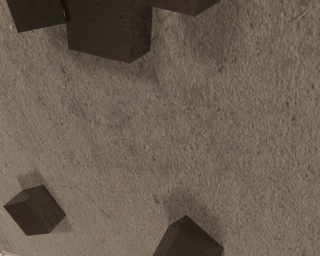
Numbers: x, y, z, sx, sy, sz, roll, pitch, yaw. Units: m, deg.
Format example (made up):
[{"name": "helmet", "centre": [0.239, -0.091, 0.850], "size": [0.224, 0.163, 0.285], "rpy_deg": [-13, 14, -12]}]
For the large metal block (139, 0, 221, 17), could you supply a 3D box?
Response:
[{"name": "large metal block", "centre": [0.026, -0.149, 0.264], "size": [0.050, 0.080, 0.079], "rpy_deg": [20, 126, 16]}]

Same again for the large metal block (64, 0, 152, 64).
[{"name": "large metal block", "centre": [-0.056, -0.125, 0.341], "size": [0.080, 0.050, 0.079], "rpy_deg": [17, 125, 18]}]

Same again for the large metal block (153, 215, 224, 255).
[{"name": "large metal block", "centre": [0.041, 0.195, 0.469], "size": [0.080, 0.080, 0.050], "rpy_deg": [42, 129, -1]}]

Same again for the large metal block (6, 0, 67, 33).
[{"name": "large metal block", "centre": [-0.145, -0.155, 0.342], "size": [0.080, 0.050, 0.079], "rpy_deg": [-135, 31, -58]}]

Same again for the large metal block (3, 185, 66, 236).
[{"name": "large metal block", "centre": [-0.251, 0.167, 0.623], "size": [0.080, 0.050, 0.080], "rpy_deg": [-18, 109, 35]}]
